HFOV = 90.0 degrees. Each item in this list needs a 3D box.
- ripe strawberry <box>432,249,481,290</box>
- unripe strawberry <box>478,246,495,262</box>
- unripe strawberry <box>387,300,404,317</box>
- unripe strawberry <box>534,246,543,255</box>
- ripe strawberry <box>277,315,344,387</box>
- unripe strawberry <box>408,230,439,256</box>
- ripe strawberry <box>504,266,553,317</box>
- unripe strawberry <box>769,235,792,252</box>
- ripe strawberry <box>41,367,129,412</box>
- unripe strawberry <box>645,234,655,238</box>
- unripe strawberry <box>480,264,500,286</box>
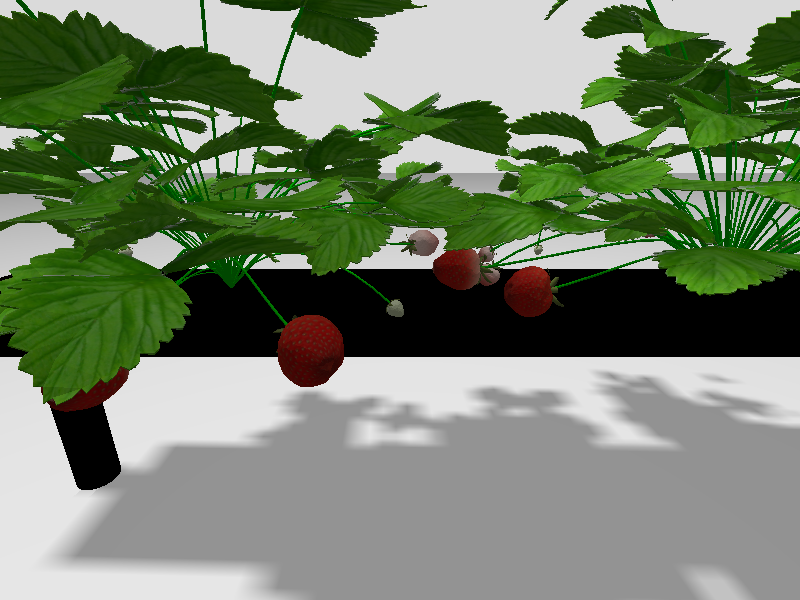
[{"bbox_3d":[0.050,-0.028,0.360,0.042,0.041,0.039,-1,19,0],"label":"ripe strawberry"},{"bbox_3d":[0.097,-0.051,0.455,0.019,0.019,0.018,-30,2,32],"label":"unripe strawberry"},{"bbox_3d":[-0.003,0.007,0.297,0.013,0.013,0.012,40,30,9],"label":"unripe strawberry"},{"bbox_3d":[0.168,-0.060,0.486,0.011,0.011,0.010,-18,26,-42],"label":"unripe strawberry"},{"bbox_3d":[-0.044,0.027,0.207,0.035,0.037,0.038,-13,24,-32],"label":"ripe strawberry"},{"bbox_3d":[0.029,-0.069,0.478,0.037,0.032,0.037,-12,23,-32],"label":"unripe strawberry"},{"bbox_3d":[0.093,-0.006,0.295,0.035,0.037,0.033,-7,21,-18],"label":"ripe strawberry"},{"bbox_3d":[0.466,-0.067,0.490,0.022,0.023,0.021,6,12,-41],"label":"unripe strawberry"},{"bbox_3d":[-0.148,0.036,0.186,0.032,0.034,0.035,-1,20,-2],"label":"ripe strawberry"},{"bbox_3d":[0.366,-0.101,0.587,0.027,0.024,0.024,6,-27,15],"label":"unripe strawberry"},{"bbox_3d":[0.081,-0.023,0.370,0.020,0.019,0.018,30,18,-9],"label":"unripe strawberry"}]
